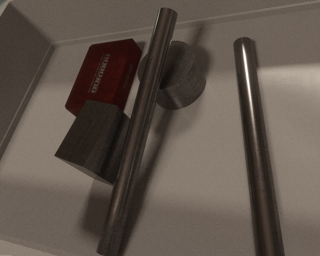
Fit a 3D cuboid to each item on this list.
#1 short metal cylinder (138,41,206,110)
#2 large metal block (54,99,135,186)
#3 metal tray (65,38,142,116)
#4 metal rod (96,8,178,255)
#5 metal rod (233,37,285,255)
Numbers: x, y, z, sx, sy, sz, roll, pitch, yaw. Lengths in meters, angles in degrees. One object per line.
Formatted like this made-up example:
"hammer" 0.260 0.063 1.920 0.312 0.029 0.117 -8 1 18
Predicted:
"short metal cylinder" 0.017 -0.072 0.424 0.080 0.050 0.080 -13 56 21
"large metal block" -0.071 0.022 0.393 0.050 0.080 0.080 13 68 33
"metal tray" -0.089 -0.080 0.496 0.090 0.030 0.130 0 62 28
"metal rod" -0.025 -0.002 0.371 0.025 0.025 0.299 9 80 31
"metal rod" 0.105 0.016 0.340 0.025 0.025 0.299 -11 57 22
